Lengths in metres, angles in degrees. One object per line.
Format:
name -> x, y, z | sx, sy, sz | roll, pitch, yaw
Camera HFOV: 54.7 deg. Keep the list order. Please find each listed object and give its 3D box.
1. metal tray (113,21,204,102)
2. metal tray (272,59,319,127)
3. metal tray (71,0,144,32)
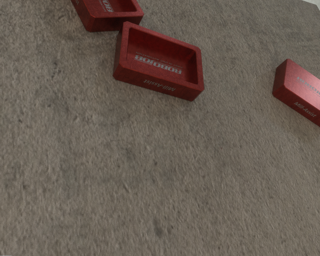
metal tray -> 0.000, -0.098, 0.461 | 0.131, 0.030, 0.090 | 14, 56, -21
metal tray -> 0.282, -0.066, 0.597 | 0.130, 0.030, 0.090 | 31, 51, -8
metal tray -> -0.093, -0.210, 0.479 | 0.091, 0.030, 0.130 | -17, 71, -35
